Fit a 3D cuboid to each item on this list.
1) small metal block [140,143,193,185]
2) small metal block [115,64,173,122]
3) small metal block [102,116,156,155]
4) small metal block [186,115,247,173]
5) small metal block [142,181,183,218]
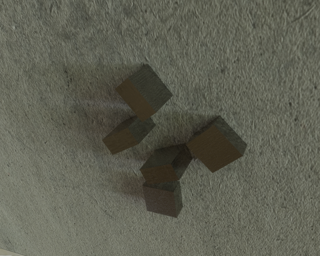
[{"bbox_3d":[0.009,0.048,0.416,0.050,0.050,0.025,-15,111,34],"label":"small metal block"},{"bbox_3d":[-0.018,-0.043,0.373,0.025,0.050,0.050,-33,100,38],"label":"small metal block"},{"bbox_3d":[-0.041,0.006,0.416,0.050,0.050,0.025,-24,106,36],"label":"small metal block"},{"bbox_3d":[0.070,0.021,0.383,0.050,0.025,0.050,46,129,-5],"label":"small metal block"},{"bbox_3d":[0.005,0.104,0.469,0.050,0.025,0.050,6,121,25],"label":"small metal block"}]
